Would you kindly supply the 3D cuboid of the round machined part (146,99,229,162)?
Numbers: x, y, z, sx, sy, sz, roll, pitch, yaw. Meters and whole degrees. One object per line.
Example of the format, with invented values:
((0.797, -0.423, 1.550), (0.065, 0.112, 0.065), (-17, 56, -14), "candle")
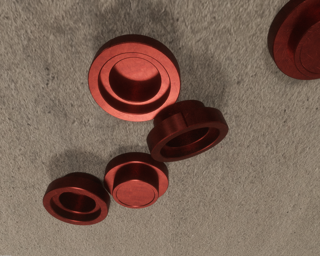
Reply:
((0.030, 0.001, 0.381), (0.099, 0.042, 0.098), (-16, 154, -8), "round machined part")

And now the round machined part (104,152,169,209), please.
((-0.036, 0.085, 0.468), (0.099, 0.042, 0.097), (-1, 130, 0), "round machined part")

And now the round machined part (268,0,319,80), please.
((0.167, -0.091, 0.321), (0.099, 0.042, 0.097), (-1, 130, 0), "round machined part")

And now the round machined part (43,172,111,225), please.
((-0.126, 0.106, 0.482), (0.099, 0.042, 0.097), (2, 131, 3), "round machined part")

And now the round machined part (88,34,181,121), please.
((-0.027, -0.058, 0.345), (0.099, 0.042, 0.097), (1, 129, 1), "round machined part")
